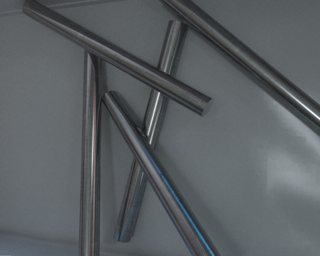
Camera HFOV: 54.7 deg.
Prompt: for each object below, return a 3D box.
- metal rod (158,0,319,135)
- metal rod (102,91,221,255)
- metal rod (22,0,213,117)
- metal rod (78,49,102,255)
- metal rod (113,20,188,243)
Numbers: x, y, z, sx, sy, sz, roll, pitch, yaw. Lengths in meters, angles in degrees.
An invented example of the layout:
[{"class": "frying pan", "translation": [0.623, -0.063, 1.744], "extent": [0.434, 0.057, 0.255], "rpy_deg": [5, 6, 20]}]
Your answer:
[{"class": "metal rod", "translation": [0.112, -0.072, 0.363], "extent": [0.300, 0.025, 0.025], "rpy_deg": [43, 103, 11]}, {"class": "metal rod", "translation": [0.003, 0.064, 0.358], "extent": [0.025, 0.025, 0.300], "rpy_deg": [-43, 59, 15]}, {"class": "metal rod", "translation": [-0.067, -0.099, 0.405], "extent": [0.300, 0.025, 0.025], "rpy_deg": [32, 100, 17]}, {"class": "metal rod", "translation": [-0.091, 0.025, 0.408], "extent": [0.025, 0.025, 0.299], "rpy_deg": [-7, 76, 19]}, {"class": "metal rod", "translation": [-0.014, 0.008, 0.414], "extent": [0.025, 0.025, 0.298], "rpy_deg": [17, 95, 19]}]
